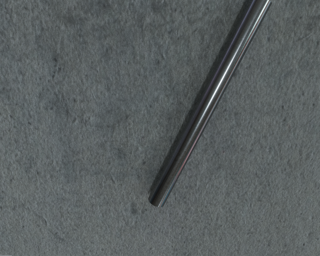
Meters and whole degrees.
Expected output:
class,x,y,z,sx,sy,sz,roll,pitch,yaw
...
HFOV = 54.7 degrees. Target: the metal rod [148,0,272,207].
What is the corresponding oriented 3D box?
class,x,y,z,sx,sy,sz,roll,pitch,yaw
metal rod,0.056,-0.021,0.402,0.025,0.025,0.298,23,108,-9
